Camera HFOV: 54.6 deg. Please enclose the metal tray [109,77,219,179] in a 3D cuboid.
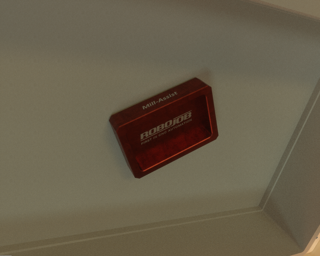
[{"bbox_3d":[0.010,0.000,0.406,0.131,0.030,0.090,-26,128,-13],"label":"metal tray"}]
